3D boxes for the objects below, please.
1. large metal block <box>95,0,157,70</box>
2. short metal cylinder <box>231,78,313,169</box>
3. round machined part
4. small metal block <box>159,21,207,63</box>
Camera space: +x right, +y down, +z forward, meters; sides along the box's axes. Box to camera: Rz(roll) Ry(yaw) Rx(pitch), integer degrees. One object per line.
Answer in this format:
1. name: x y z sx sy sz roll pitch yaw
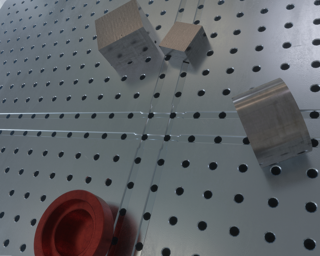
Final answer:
1. large metal block: -0.058 -0.157 0.520 0.080 0.050 0.080 -24 53 13
2. short metal cylinder: 0.112 -0.005 0.317 0.050 0.080 0.080 -23 53 15
3. round machined part: -0.097 0.127 0.370 0.098 0.042 0.098 -13 56 21
4. small metal block: 0.035 -0.131 0.471 0.050 0.025 0.050 24 75 36
